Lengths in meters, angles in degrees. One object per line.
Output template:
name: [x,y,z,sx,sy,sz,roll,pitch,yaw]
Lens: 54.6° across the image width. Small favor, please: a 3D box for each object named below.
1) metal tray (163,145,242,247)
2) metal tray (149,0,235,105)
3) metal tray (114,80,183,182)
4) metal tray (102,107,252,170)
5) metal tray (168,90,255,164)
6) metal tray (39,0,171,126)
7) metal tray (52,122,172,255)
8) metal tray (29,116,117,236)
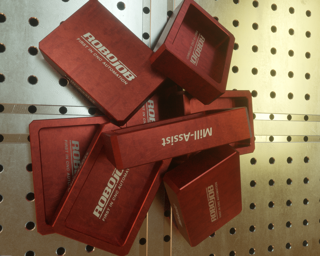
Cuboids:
metal tray: [0.060,0.087,0.396,0.090,0.030,0.129,-30,133,-17]
metal tray: [0.047,-0.101,0.391,0.090,0.030,0.130,35,46,-16]
metal tray: [-0.012,0.000,0.405,0.091,0.030,0.129,-5,90,-22]
metal tray: [0.012,0.007,0.314,0.131,0.090,0.030,-12,94,-15]
metal tray: [0.074,-0.005,0.417,0.131,0.030,0.090,-5,92,-37]
metal tray: [-0.063,-0.077,0.369,0.130,0.030,0.090,43,76,1]
metal tray: [-0.053,0.069,0.358,0.090,0.030,0.130,28,81,-18]
metal tray: [-0.103,0.053,0.372,0.091,0.030,0.129,-5,91,-21]
